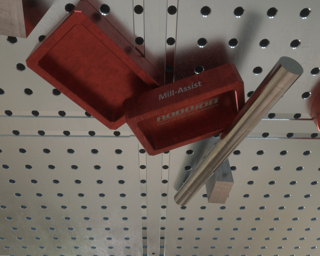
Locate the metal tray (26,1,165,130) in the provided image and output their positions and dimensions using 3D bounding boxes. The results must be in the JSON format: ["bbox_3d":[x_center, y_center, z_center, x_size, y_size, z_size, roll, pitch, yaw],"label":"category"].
[{"bbox_3d":[-0.069,-0.064,0.353,0.090,0.030,0.130,-34,123,25],"label":"metal tray"}]

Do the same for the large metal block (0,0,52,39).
[{"bbox_3d":[-0.147,-0.124,0.268,0.081,0.080,0.050,7,130,-6],"label":"large metal block"}]

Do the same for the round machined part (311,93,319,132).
[{"bbox_3d":[0.249,-0.018,0.389,0.099,0.042,0.097,-1,130,0],"label":"round machined part"}]

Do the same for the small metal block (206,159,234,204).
[{"bbox_3d":[0.087,0.077,0.462,0.025,0.050,0.050,5,130,-5],"label":"small metal block"}]

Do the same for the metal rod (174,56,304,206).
[{"bbox_3d":[0.079,0.030,0.402,0.025,0.025,0.298,13,140,-12],"label":"metal rod"}]

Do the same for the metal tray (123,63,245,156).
[{"bbox_3d":[0.033,-0.017,0.367,0.131,0.030,0.090,-19,145,6],"label":"metal tray"}]
